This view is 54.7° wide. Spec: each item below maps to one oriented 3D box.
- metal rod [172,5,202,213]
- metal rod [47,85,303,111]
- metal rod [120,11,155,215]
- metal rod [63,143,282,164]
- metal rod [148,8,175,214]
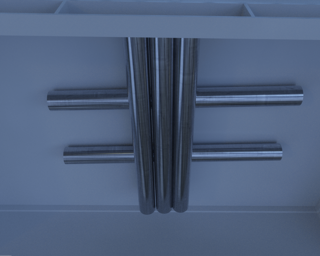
[{"bbox_3d":[0.029,0.006,0.378,0.025,0.025,0.298,-1,130,0],"label":"metal rod"},{"bbox_3d":[0.018,-0.036,0.377,0.302,0.025,0.025,-1,130,0],"label":"metal rod"},{"bbox_3d":[-0.022,0.010,0.381,0.025,0.025,0.298,-1,130,0],"label":"metal rod"},{"bbox_3d":[0.018,0.036,0.439,0.302,0.025,0.025,-1,130,0],"label":"metal rod"},{"bbox_3d":[0.004,0.008,0.380,0.025,0.025,0.298,-1,130,0],"label":"metal rod"}]
